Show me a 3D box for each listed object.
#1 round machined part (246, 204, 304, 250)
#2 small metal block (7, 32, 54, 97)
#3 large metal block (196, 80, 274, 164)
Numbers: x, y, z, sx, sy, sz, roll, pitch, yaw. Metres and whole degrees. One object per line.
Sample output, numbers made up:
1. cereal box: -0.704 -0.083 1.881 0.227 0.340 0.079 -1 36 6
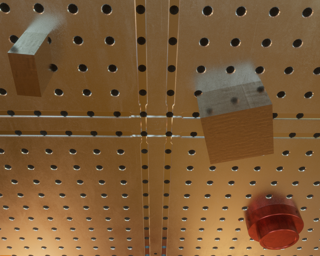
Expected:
1. round machined part: 0.210 0.184 0.559 0.099 0.042 0.097 0 130 0
2. small metal block: -0.137 -0.069 0.335 0.025 0.050 0.050 4 130 -4
3. large metal block: 0.095 -0.005 0.391 0.080 0.050 0.080 -11 130 9
